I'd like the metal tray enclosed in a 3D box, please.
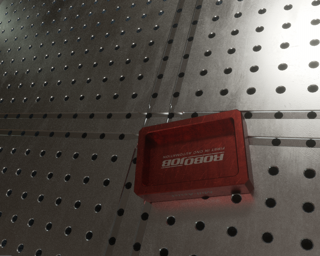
[{"bbox_3d":[0.037,0.034,0.363,0.130,0.030,0.090,-11,57,22],"label":"metal tray"}]
